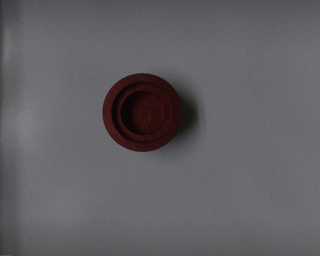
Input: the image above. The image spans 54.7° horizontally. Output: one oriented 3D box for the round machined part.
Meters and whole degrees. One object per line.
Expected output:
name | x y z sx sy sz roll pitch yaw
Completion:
round machined part | -0.022 -0.019 0.403 0.099 0.042 0.097 0 90 -1
